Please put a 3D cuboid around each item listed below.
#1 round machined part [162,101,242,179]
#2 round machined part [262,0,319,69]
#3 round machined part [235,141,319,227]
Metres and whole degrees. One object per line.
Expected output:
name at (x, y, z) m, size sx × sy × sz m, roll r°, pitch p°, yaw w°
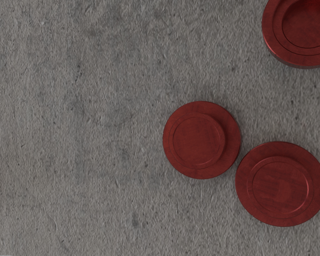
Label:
round machined part at (0.049, 0.015, 0.383) m, size 0.098 × 0.042 × 0.097 m, roll 0°, pitch 90°, yaw 20°
round machined part at (0.164, -0.113, 0.342) m, size 0.098 × 0.042 × 0.097 m, roll 0°, pitch 90°, yaw 20°
round machined part at (0.135, 0.064, 0.352) m, size 0.098 × 0.042 × 0.097 m, roll 0°, pitch 90°, yaw 20°
